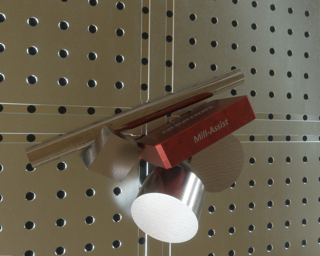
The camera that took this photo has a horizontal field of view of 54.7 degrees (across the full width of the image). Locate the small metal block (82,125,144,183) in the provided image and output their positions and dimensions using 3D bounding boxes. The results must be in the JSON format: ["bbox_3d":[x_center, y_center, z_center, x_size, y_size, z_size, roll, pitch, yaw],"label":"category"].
[{"bbox_3d":[-0.056,0.032,0.375,0.050,0.025,0.050,31,96,-37],"label":"small metal block"}]

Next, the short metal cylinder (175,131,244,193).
[{"bbox_3d":[0.064,0.040,0.414,0.081,0.050,0.079,-4,100,-24],"label":"short metal cylinder"}]

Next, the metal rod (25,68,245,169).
[{"bbox_3d":[-0.017,-0.020,0.402,0.302,0.025,0.025,-23,98,-19],"label":"metal rod"}]

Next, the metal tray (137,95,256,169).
[{"bbox_3d":[0.042,0.002,0.390,0.131,0.090,0.030,-28,100,-18],"label":"metal tray"}]

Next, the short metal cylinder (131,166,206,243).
[{"bbox_3d":[0.012,0.092,0.377,0.080,0.080,0.050,49,34,-14],"label":"short metal cylinder"}]
